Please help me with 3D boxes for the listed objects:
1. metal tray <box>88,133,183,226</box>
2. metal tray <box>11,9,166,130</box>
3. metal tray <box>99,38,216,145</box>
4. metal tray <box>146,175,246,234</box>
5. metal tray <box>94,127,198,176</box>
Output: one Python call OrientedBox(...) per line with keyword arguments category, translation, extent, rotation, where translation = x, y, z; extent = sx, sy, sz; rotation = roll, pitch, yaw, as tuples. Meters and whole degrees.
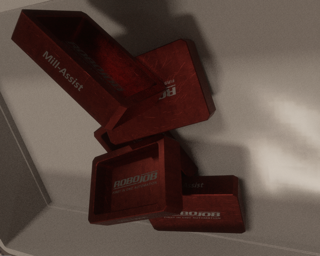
OrientedBox(category="metal tray", translation=(-0.034, 0.068, 0.387), extent=(0.130, 0.090, 0.030), rotation=(-21, 149, 35))
OrientedBox(category="metal tray", translation=(-0.065, -0.063, 0.307), extent=(0.130, 0.090, 0.030), rotation=(43, 120, 6))
OrientedBox(category="metal tray", translation=(-0.011, -0.039, 0.361), extent=(0.130, 0.030, 0.090), rotation=(-16, 98, 25))
OrientedBox(category="metal tray", translation=(0.044, 0.105, 0.418), extent=(0.130, 0.030, 0.090), rotation=(-5, 132, 19))
OrientedBox(category="metal tray", translation=(-0.021, 0.034, 0.435), extent=(0.090, 0.030, 0.130), rotation=(-31, 102, 37))
